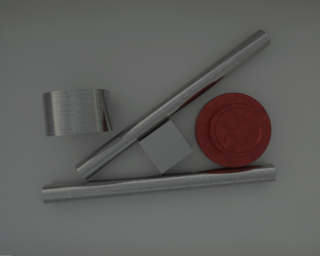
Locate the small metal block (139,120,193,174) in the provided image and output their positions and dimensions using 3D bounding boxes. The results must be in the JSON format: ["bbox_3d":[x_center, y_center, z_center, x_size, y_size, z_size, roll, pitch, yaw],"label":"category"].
[{"bbox_3d":[0.008,0.024,0.409,0.050,0.025,0.050,-36,90,0],"label":"small metal block"}]

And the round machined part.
[{"bbox_3d":[0.096,0.003,0.401,0.099,0.042,0.097,0,90,-1],"label":"round machined part"}]

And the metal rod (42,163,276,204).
[{"bbox_3d":[-0.001,0.073,0.410,0.302,0.025,0.025,-5,90,-1],"label":"metal rod"}]

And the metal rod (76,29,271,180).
[{"bbox_3d":[0.018,-0.031,0.410,0.301,0.025,0.025,-36,90,-1],"label":"metal rod"}]

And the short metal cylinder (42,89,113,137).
[{"bbox_3d":[-0.100,-0.018,0.382,0.081,0.080,0.050,-5,90,-1],"label":"short metal cylinder"}]
